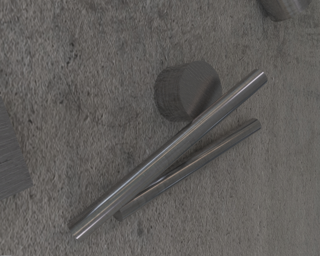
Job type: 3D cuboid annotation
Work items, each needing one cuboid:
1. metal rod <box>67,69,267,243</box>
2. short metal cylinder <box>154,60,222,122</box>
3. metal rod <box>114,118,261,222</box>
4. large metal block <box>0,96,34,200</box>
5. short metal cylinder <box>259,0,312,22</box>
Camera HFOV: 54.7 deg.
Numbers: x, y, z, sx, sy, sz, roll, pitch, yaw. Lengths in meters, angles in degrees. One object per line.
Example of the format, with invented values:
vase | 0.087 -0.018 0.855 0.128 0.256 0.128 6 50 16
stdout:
metal rod | 0.021 0.022 0.372 0.301 0.025 0.025 -39 115 -17
short metal cylinder | 0.039 -0.048 0.421 0.081 0.050 0.080 0 90 -40
metal rod | 0.057 0.046 0.452 0.302 0.025 0.025 -26 106 -37
large metal block | -0.163 0.025 0.252 0.081 0.050 0.080 -24 105 -37
short metal cylinder | 0.224 -0.239 0.556 0.050 0.080 0.080 43 64 -32
